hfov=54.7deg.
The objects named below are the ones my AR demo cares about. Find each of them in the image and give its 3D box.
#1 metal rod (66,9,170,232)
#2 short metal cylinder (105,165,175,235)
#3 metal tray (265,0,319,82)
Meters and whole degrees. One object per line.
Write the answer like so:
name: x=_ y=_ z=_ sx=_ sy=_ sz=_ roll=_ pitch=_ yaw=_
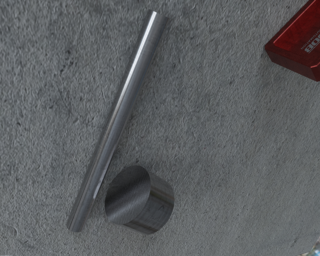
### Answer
metal rod: x=-0.059 y=0.006 z=0.379 sx=0.025 sy=0.025 sz=0.298 roll=11 pitch=113 yaw=-34
short metal cylinder: x=-0.028 y=0.097 z=0.418 sx=0.080 sy=0.080 sz=0.050 roll=-48 pitch=129 yaw=5
metal tray: x=0.216 y=-0.130 z=0.404 sx=0.130 sy=0.090 sz=0.030 roll=-46 pitch=130 yaw=3
